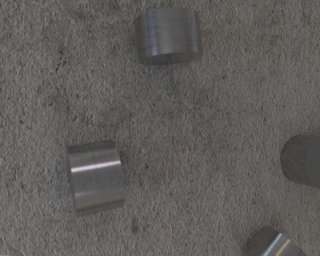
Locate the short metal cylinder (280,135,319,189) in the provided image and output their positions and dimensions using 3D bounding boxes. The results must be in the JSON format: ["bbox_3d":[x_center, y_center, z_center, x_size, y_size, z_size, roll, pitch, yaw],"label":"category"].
[{"bbox_3d":[0.238,0.051,0.483,0.081,0.050,0.080,0,90,-20],"label":"short metal cylinder"}]

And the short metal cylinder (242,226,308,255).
[{"bbox_3d":[0.165,0.187,0.441,0.050,0.080,0.080,-46,104,-14],"label":"short metal cylinder"}]

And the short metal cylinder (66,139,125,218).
[{"bbox_3d":[-0.075,0.056,0.352,0.050,0.080,0.080,-8,93,-20],"label":"short metal cylinder"}]

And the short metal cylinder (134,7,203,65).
[{"bbox_3d":[0.010,-0.110,0.383,0.081,0.080,0.050,-7,93,-20],"label":"short metal cylinder"}]
